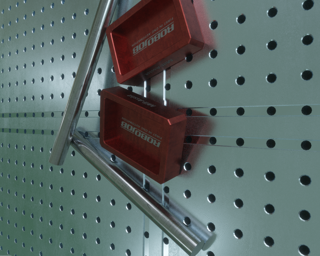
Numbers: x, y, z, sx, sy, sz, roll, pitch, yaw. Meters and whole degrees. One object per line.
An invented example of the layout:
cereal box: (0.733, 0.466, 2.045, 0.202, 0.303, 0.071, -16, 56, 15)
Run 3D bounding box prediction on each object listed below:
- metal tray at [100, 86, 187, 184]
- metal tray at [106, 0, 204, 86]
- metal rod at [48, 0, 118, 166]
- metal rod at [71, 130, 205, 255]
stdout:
metal tray: (-0.029, 0.005, 0.412, 0.130, 0.030, 0.089, 26, 122, 36)
metal tray: (-0.012, -0.122, 0.414, 0.130, 0.030, 0.090, -23, 76, 37)
metal rod: (-0.118, -0.082, 0.484, 0.025, 0.025, 0.298, 27, 101, 36)
metal rod: (-0.058, 0.076, 0.454, 0.300, 0.025, 0.025, 34, 111, 34)
